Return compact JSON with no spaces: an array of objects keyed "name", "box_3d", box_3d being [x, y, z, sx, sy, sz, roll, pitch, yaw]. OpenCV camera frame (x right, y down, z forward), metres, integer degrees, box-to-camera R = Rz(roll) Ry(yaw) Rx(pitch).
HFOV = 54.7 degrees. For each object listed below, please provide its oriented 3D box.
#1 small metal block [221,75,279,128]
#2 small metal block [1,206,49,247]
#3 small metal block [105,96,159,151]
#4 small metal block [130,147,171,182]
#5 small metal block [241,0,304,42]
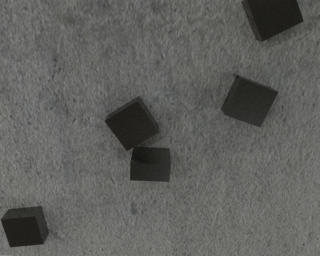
[{"name":"small metal block","box_3d":[0.114,-0.035,0.399,0.050,0.025,0.050,19,109,-7]},{"name":"small metal block","box_3d":[-0.200,0.147,0.461,0.050,0.025,0.050,-6,110,1]},{"name":"small metal block","box_3d":[-0.036,-0.006,0.407,0.050,0.025,0.050,-31,108,10]},{"name":"small metal block","box_3d":[-0.012,0.048,0.414,0.050,0.050,0.025,3,110,-2]},{"name":"small metal block","box_3d":[0.131,-0.136,0.361,0.050,0.025,0.050,-26,108,8]}]
